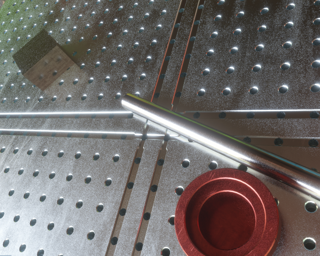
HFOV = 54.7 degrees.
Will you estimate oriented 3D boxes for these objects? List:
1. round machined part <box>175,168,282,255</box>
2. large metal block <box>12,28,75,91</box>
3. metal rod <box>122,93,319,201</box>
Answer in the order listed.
[{"bbox_3d":[0.068,0.092,0.305,0.098,0.042,0.098,-13,56,21],"label":"round machined part"},{"bbox_3d":[-0.222,-0.130,0.589,0.080,0.050,0.080,-42,51,-1],"label":"large metal block"},{"bbox_3d":[0.062,0.013,0.367,0.300,0.025,0.025,26,76,36],"label":"metal rod"}]
